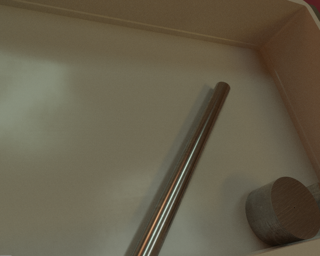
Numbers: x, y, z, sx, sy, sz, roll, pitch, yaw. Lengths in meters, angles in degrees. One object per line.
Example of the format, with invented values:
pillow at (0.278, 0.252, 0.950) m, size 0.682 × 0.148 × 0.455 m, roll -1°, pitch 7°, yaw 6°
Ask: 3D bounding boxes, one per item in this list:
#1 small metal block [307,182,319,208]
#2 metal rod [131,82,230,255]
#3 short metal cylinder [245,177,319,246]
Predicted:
small metal block at (0.232, 0.105, 0.454) m, size 0.050 × 0.050 × 0.025 m, roll 16°, pitch 55°, yaw -20°
metal rod at (0.042, 0.036, 0.407) m, size 0.025 × 0.025 × 0.301 m, roll 35°, pitch 51°, yaw -5°
short metal cylinder at (0.162, 0.111, 0.412) m, size 0.081 × 0.050 × 0.080 m, roll 14°, pitch 56°, yaw -21°
